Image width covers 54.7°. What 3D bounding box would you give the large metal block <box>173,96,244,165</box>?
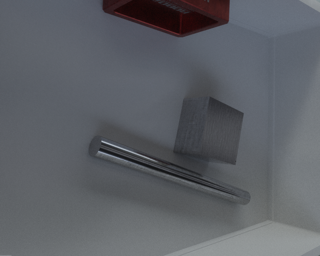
[{"bbox_3d":[0.073,0.006,0.454,0.080,0.050,0.080,19,78,-39],"label":"large metal block"}]

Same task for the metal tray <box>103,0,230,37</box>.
[{"bbox_3d":[0.010,-0.148,0.373,0.131,0.090,0.030,4,88,-40],"label":"metal tray"}]

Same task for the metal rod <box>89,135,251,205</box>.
[{"bbox_3d":[0.036,0.070,0.438,0.302,0.025,0.025,25,75,-38],"label":"metal rod"}]
